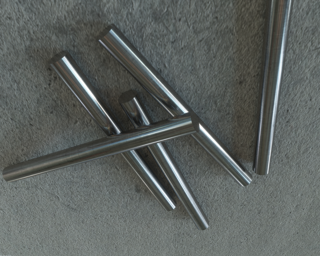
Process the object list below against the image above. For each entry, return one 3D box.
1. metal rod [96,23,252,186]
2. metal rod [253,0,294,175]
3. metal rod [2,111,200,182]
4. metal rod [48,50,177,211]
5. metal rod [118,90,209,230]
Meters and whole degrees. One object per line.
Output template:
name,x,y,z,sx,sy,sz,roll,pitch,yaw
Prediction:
metal rod,0.037,-0.010,0.398,0.025,0.025,0.300,-31,124,24
metal rod,0.130,-0.052,0.363,0.025,0.025,0.298,-6,130,5
metal rod,-0.093,0.031,0.404,0.300,0.025,0.025,-16,129,24
metal rod,-0.048,0.025,0.427,0.025,0.025,0.299,-20,128,16
metal rod,0.018,0.067,0.463,0.025,0.025,0.299,-18,128,14
